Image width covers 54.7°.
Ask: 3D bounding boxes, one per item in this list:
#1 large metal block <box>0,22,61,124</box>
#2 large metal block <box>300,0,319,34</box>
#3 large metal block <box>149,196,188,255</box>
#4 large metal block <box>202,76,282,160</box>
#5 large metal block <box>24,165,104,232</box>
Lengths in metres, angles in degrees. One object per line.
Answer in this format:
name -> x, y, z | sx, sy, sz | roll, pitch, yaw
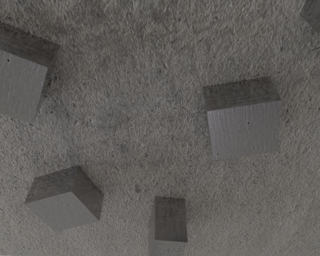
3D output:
large metal block -> -0.164, -0.061, 0.337 | 0.080, 0.050, 0.079 | 20, 127, -16
large metal block -> 0.191, -0.129, 0.283 | 0.081, 0.050, 0.079 | 5, 130, -5
large metal block -> 0.011, 0.173, 0.519 | 0.050, 0.080, 0.079 | 7, 130, -6
large metal block -> 0.099, -0.011, 0.383 | 0.080, 0.050, 0.080 | -9, 130, 7
large metal block -> -0.146, 0.112, 0.484 | 0.080, 0.050, 0.080 | -17, 128, 14
